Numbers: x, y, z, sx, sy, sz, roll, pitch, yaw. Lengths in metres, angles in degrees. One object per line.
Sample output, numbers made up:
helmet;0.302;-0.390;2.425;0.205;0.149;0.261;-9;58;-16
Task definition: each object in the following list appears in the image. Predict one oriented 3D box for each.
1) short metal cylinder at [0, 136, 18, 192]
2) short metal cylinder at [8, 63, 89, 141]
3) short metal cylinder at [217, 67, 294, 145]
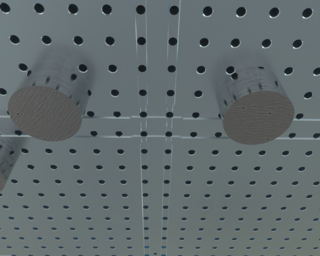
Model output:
short metal cylinder;-0.251;0.050;0.436;0.081;0.050;0.079;0;130;0
short metal cylinder;-0.129;-0.030;0.368;0.081;0.050;0.079;0;130;0
short metal cylinder;0.113;-0.026;0.374;0.081;0.050;0.079;0;130;0
